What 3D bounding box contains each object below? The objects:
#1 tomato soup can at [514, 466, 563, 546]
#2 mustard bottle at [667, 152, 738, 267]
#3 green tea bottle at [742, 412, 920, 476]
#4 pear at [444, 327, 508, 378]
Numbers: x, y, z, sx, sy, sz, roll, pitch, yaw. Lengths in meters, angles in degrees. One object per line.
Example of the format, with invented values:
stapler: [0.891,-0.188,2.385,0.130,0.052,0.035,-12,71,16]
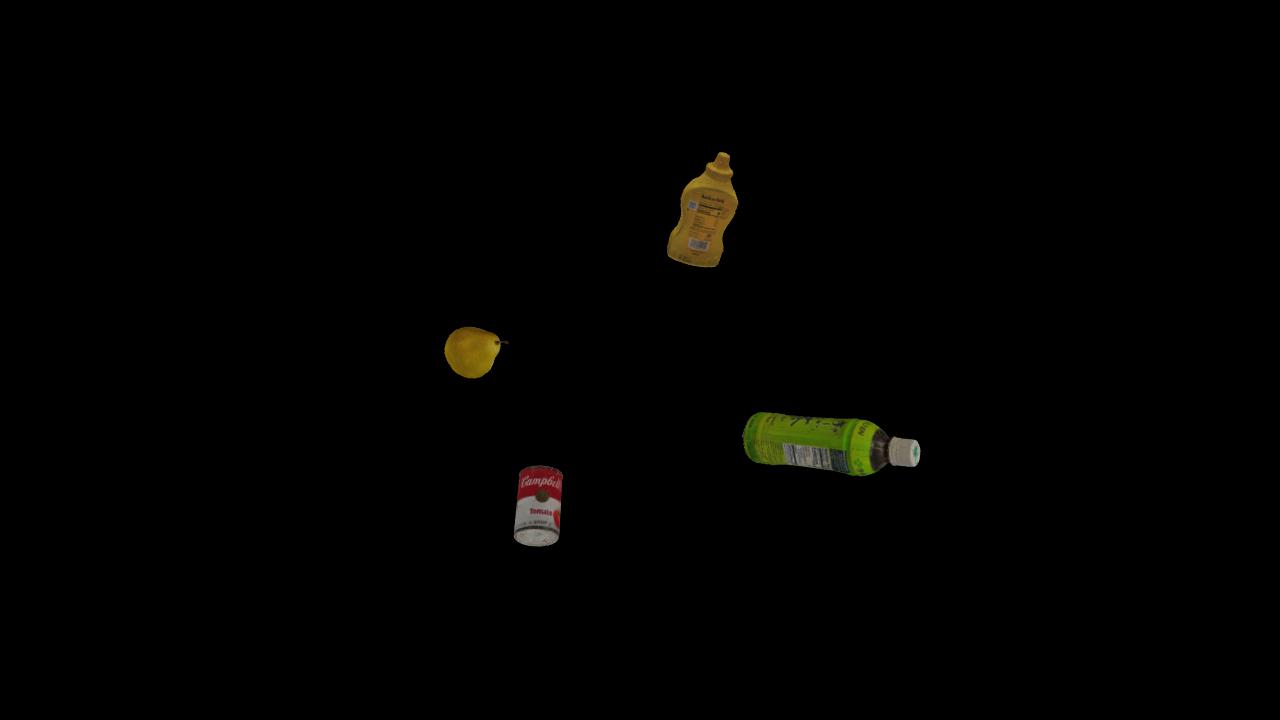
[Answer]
tomato soup can: [-0.152,0.218,0.920,0.068,0.101,0.068,-1,-37,-1]
mustard bottle: [0.107,-0.239,0.974,0.092,0.184,0.054,15,38,-1]
green tea bottle: [0.231,0.105,0.756,0.212,0.073,0.073,3,2,44]
pear: [-0.243,-0.020,0.923,0.080,0.080,0.111,0,-22,-46]
